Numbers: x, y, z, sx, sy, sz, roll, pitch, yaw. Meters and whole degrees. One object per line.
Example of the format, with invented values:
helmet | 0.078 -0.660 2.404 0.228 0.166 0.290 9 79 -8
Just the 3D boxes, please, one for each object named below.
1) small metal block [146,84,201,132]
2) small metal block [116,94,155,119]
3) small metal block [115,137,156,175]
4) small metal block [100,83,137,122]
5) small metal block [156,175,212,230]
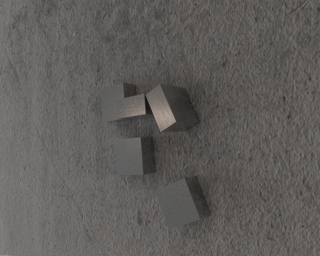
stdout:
small metal block | 0.016 -0.023 0.375 0.025 0.050 0.050 -35 69 35
small metal block | -0.021 -0.027 0.406 0.050 0.050 0.025 -7 86 40
small metal block | -0.035 0.039 0.434 0.050 0.025 0.050 -7 85 39
small metal block | -0.060 -0.036 0.455 0.050 0.025 0.050 -8 85 39
small metal block | 0.028 0.092 0.382 0.050 0.025 0.050 -32 70 35
